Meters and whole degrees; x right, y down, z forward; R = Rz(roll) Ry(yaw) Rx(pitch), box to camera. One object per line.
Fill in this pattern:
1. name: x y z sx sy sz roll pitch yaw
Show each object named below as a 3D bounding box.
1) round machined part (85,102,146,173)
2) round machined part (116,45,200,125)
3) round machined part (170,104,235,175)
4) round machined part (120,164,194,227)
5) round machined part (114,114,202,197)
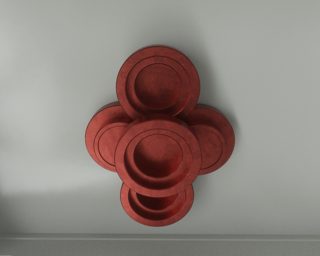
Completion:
1. round machined part: -0.049 0.017 0.406 0.099 0.042 0.097 0 110 -1
2. round machined part: -0.002 -0.053 0.380 0.099 0.042 0.097 0 110 -1
3. round machined part: 0.050 0.020 0.408 0.099 0.042 0.097 0 110 -1
4. round machined part: -0.004 0.085 0.431 0.099 0.042 0.097 0 110 -1
5. round machined part: -0.002 0.029 0.366 0.099 0.042 0.097 0 110 -1
